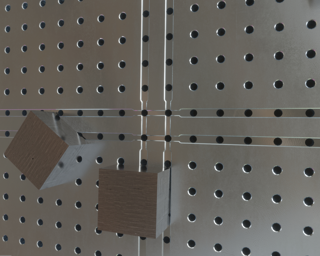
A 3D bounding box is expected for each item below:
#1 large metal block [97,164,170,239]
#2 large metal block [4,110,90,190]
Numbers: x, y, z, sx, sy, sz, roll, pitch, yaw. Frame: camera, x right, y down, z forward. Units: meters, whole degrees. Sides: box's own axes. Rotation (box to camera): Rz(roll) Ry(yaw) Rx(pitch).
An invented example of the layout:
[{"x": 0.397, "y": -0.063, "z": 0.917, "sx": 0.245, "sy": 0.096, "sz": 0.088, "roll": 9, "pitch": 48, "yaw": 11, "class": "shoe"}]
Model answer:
[{"x": -0.033, "y": 0.093, "z": 0.410, "sx": 0.080, "sy": 0.050, "sz": 0.079, "roll": 2, "pitch": 91, "yaw": 19, "class": "large metal block"}, {"x": -0.166, "y": 0.031, "z": 0.456, "sx": 0.080, "sy": 0.050, "sz": 0.080, "roll": 39, "pitch": 102, "yaw": 15, "class": "large metal block"}]
